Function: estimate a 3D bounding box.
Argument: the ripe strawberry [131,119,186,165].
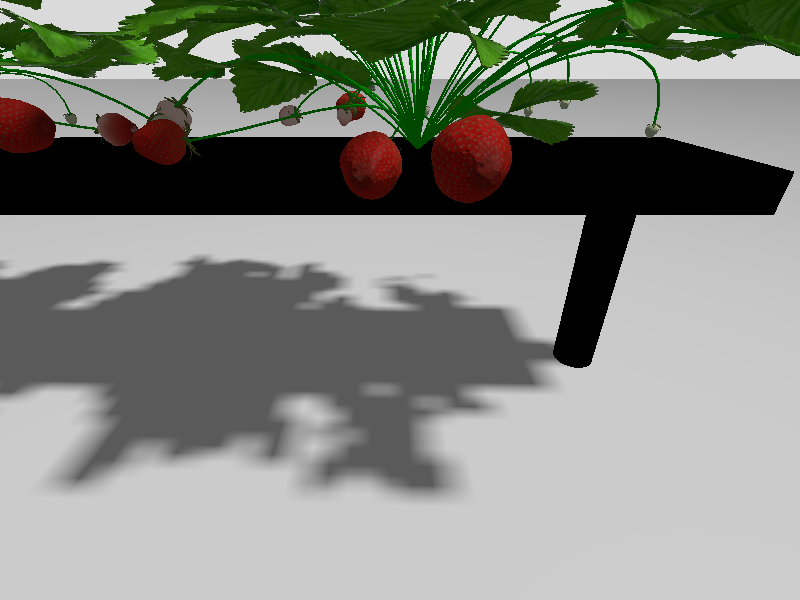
[{"bbox_3d":[-0.161,-0.106,0.269,0.032,0.028,0.032,-11,32,-17],"label":"ripe strawberry"}]

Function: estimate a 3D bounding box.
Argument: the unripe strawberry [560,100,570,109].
[{"bbox_3d":[0.190,-0.225,0.461,0.010,0.010,0.011,-25,38,-36],"label":"unripe strawberry"}]

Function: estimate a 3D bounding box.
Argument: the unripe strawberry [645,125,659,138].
[{"bbox_3d":[0.227,-0.152,0.361,0.010,0.011,0.011,-5,31,-9],"label":"unripe strawberry"}]

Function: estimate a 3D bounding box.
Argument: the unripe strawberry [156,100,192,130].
[{"bbox_3d":[-0.230,-0.184,0.405,0.033,0.032,0.030,-38,9,35],"label":"unripe strawberry"}]

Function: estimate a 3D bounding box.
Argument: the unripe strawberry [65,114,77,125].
[{"bbox_3d":[-0.366,-0.200,0.446,0.011,0.011,0.011,14,33,23],"label":"unripe strawberry"}]

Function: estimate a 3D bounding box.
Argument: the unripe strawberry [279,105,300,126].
[{"bbox_3d":[-0.124,-0.206,0.447,0.024,0.021,0.024,-27,35,-37],"label":"unripe strawberry"}]

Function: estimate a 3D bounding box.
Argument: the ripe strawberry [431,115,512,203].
[{"bbox_3d":[0.035,-0.066,0.192,0.039,0.041,0.042,-4,31,-7],"label":"ripe strawberry"}]

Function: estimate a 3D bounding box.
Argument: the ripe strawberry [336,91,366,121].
[{"bbox_3d":[-0.060,-0.234,0.485,0.037,0.032,0.037,-11,19,-19],"label":"ripe strawberry"}]

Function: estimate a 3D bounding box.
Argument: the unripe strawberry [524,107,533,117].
[{"bbox_3d":[0.148,-0.217,0.463,0.010,0.011,0.011,23,37,34],"label":"unripe strawberry"}]

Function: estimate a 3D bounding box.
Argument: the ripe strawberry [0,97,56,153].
[{"bbox_3d":[-0.284,-0.131,0.300,0.045,0.038,0.044,5,31,8],"label":"ripe strawberry"}]

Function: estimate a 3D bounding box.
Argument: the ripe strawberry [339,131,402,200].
[{"bbox_3d":[-0.016,-0.065,0.199,0.031,0.033,0.034,6,31,10],"label":"ripe strawberry"}]

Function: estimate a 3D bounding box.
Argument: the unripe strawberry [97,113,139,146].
[{"bbox_3d":[-0.233,-0.141,0.332,0.026,0.026,0.029,-1,30,-2],"label":"unripe strawberry"}]

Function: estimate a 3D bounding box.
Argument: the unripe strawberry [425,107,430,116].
[{"bbox_3d":[0.030,-0.226,0.480,0.011,0.011,0.010,2,30,4],"label":"unripe strawberry"}]

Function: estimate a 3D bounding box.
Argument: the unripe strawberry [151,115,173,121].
[{"bbox_3d":[-0.207,-0.150,0.353,0.022,0.022,0.024,27,22,-22],"label":"unripe strawberry"}]
